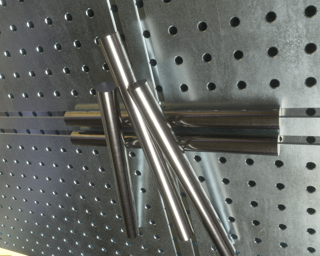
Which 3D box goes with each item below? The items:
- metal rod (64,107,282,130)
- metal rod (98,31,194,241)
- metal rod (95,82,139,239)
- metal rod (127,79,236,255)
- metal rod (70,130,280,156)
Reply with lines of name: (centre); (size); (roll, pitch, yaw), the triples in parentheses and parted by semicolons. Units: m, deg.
metal rod: (-0.003, -0.013, 0.404); (0.301, 0.025, 0.025); (1, 119, 27)
metal rod: (-0.010, 0.027, 0.400); (0.025, 0.025, 0.298); (-6, 116, 31)
metal rod: (-0.056, 0.069, 0.458); (0.025, 0.025, 0.298); (13, 131, 20)
metal rod: (0.039, 0.071, 0.409); (0.025, 0.025, 0.299); (-11, 120, 32)
metal rod: (0.001, 0.017, 0.420); (0.301, 0.025, 0.025); (1, 119, 27)
